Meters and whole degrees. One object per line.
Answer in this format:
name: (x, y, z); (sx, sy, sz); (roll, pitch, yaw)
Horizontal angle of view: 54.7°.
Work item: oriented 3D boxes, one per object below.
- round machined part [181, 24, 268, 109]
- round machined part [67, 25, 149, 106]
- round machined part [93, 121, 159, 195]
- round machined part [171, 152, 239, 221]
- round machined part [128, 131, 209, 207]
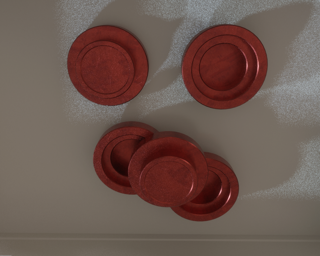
round machined part: (0.075, -0.075, 0.375); (0.099, 0.042, 0.097); (0, 110, 0)
round machined part: (-0.063, -0.073, 0.375); (0.099, 0.042, 0.097); (0, 110, 0)
round machined part: (-0.036, 0.037, 0.415); (0.099, 0.042, 0.097); (0, 110, 0)
round machined part: (0.056, 0.077, 0.431); (0.099, 0.042, 0.097); (0, 110, 0)
round machined part: (0.010, 0.057, 0.378); (0.099, 0.042, 0.097); (0, 110, 0)
